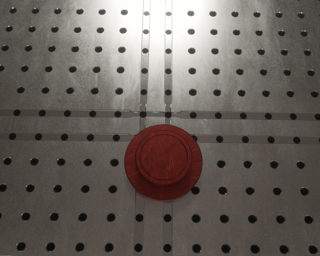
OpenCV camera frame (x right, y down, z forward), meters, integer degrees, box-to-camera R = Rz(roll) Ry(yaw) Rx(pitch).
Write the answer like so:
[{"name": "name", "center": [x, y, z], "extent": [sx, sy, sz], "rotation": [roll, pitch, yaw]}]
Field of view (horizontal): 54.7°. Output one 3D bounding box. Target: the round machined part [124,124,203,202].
[{"name": "round machined part", "center": [0.004, 0.041, 0.388], "extent": [0.099, 0.042, 0.098], "rotation": [0, 70, 0]}]
